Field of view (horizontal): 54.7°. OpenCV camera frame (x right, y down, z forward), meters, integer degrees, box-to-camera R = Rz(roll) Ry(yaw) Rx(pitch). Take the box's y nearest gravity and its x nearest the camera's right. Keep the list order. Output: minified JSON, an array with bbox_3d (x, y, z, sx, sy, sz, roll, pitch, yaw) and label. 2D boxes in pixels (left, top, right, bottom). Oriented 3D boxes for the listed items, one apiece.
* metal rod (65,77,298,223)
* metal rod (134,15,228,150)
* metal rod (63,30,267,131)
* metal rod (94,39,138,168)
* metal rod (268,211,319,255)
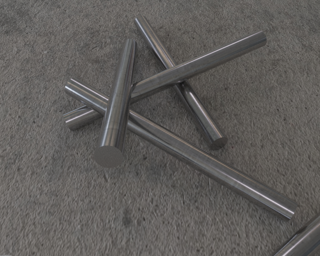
[{"bbox_3d":[0.013,0.018,0.365,0.301,0.025,0.025,30,56,14],"label":"metal rod"},{"bbox_3d":[0.019,-0.087,0.476,0.025,0.025,0.300,-17,52,-14],"label":"metal rod"},{"bbox_3d":[0.013,-0.070,0.431,0.302,0.025,0.025,-25,54,-9],"label":"metal rod"},{"bbox_3d":[-0.047,-0.056,0.394,0.025,0.025,0.300,-1,33,-1],"label":"metal rod"},{"bbox_3d":[0.106,0.135,0.290,0.302,0.025,0.025,-28,56,-22],"label":"metal rod"}]
